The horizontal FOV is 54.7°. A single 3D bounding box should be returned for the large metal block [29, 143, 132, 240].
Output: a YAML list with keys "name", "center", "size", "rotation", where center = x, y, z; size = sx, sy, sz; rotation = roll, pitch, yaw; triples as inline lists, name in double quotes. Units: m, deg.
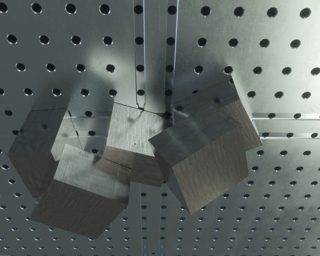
- name: "large metal block"
  center: [-0.089, 0.074, 0.351]
  size: [0.080, 0.050, 0.080]
  rotation: [25, 125, -20]

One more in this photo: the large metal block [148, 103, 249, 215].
- name: "large metal block"
  center: [0.044, 0.033, 0.334]
  size: [0.080, 0.050, 0.080]
  rotation: [-31, 130, -13]

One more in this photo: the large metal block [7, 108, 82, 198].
- name: "large metal block"
  center: [-0.142, 0.032, 0.400]
  size: [0.050, 0.080, 0.080]
  rotation: [-5, 130, 4]

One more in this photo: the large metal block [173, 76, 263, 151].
- name: "large metal block"
  center: [0.072, -0.006, 0.391]
  size: [0.080, 0.050, 0.080]
  rotation: [-24, 127, 18]

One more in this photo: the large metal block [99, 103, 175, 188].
- name: "large metal block"
  center: [-0.029, 0.021, 0.392]
  size: [0.081, 0.080, 0.050]
  rotation: [15, 129, -13]
